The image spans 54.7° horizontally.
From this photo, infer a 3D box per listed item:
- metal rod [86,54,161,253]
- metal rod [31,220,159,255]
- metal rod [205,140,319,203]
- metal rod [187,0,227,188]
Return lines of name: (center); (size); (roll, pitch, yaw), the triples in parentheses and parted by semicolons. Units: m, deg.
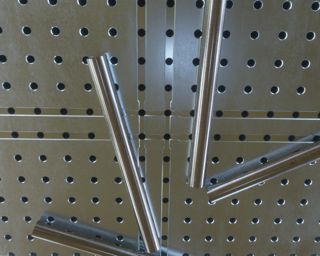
metal rod: (-0.045, 0.049, 0.430); (0.025, 0.025, 0.298); (-12, 110, 4)
metal rod: (-0.047, 0.201, 0.487); (0.302, 0.025, 0.025); (20, 109, -8)
metal rod: (0.207, 0.036, 0.429); (0.301, 0.025, 0.025); (-24, 109, 8)
metal rod: (0.060, -0.060, 0.392); (0.025, 0.025, 0.298); (3, 110, -2)
